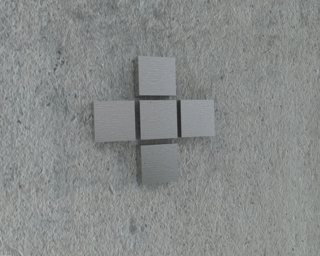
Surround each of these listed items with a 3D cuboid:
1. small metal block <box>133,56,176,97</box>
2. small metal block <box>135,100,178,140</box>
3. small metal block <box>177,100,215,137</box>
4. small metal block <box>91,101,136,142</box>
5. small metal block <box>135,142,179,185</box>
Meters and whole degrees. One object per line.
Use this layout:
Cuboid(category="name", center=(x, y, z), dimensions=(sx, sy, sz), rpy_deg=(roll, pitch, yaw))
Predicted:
Cuboid(category="small metal block", center=(-0.007, -0.067, 0.408), dimensions=(0.050, 0.025, 0.050), rpy_deg=(-2, 91, -20))
Cuboid(category="small metal block", center=(-0.006, -0.011, 0.409), dimensions=(0.050, 0.025, 0.050), rpy_deg=(-2, 91, -20))
Cuboid(category="small metal block", center=(0.047, -0.013, 0.429), dimensions=(0.050, 0.025, 0.050), rpy_deg=(-2, 91, -20))
Cuboid(category="small metal block", center=(-0.059, -0.009, 0.389), dimensions=(0.050, 0.025, 0.050), rpy_deg=(-2, 91, -20))
Cuboid(category="small metal block", center=(-0.004, 0.046, 0.410), dimensions=(0.050, 0.025, 0.050), rpy_deg=(-2, 91, -20))
